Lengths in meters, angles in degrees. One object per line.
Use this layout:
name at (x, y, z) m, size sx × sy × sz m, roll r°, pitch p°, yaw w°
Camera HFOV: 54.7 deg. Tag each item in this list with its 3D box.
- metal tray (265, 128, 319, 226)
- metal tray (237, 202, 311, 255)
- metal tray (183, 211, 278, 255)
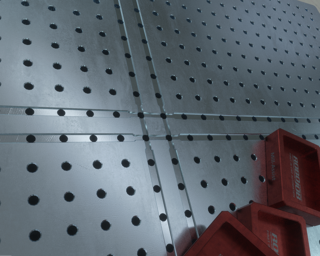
metal tray at (0.210, 0.073, 0.476) m, size 0.091 × 0.030 × 0.130 m, roll 22°, pitch 53°, yaw -15°
metal tray at (0.143, 0.167, 0.382) m, size 0.091 × 0.030 × 0.130 m, roll 20°, pitch 54°, yaw -17°
metal tray at (0.088, 0.164, 0.323) m, size 0.130 × 0.030 × 0.090 m, roll 40°, pitch 60°, yaw 18°
